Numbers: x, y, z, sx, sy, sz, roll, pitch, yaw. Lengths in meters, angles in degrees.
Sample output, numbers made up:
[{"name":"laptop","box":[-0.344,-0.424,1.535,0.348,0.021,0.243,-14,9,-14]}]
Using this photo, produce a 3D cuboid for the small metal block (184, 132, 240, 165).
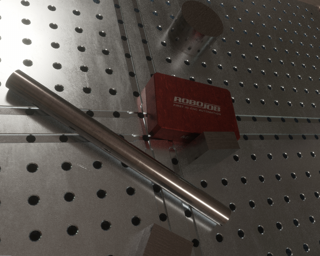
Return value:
[{"name":"small metal block","box":[0.069,0.027,0.414,0.050,0.050,0.025,1,62,-28]}]

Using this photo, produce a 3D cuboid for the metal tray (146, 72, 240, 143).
[{"name":"metal tray","box":[0.047,-0.024,0.447,0.131,0.030,0.090,9,58,-24]}]

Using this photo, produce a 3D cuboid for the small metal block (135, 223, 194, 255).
[{"name":"small metal block","box":[0.002,0.137,0.327,0.050,0.025,0.050,30,52,-10]}]

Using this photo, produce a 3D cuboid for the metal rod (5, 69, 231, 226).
[{"name":"metal rod","box":[-0.043,0.027,0.369,0.301,0.025,0.025,34,51,-6]}]

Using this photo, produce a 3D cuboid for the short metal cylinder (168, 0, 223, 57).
[{"name":"short metal cylinder","box":[0.060,-0.170,0.530,0.081,0.050,0.080,14,56,-21]}]
